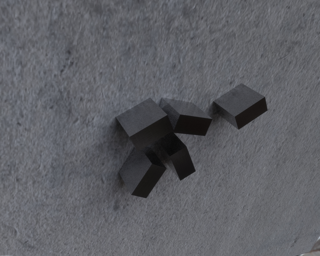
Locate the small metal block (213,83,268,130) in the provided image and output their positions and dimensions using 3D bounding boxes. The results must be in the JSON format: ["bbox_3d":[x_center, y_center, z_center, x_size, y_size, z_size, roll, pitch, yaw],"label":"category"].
[{"bbox_3d":[0.113,-0.031,0.435,0.050,0.050,0.025,-33,129,-7],"label":"small metal block"}]

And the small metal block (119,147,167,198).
[{"bbox_3d":[-0.025,0.056,0.414,0.025,0.050,0.050,24,105,-37],"label":"small metal block"}]

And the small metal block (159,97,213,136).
[{"bbox_3d":[0.030,-0.015,0.400,0.050,0.050,0.025,6,115,-32],"label":"small metal block"}]

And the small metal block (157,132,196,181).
[{"bbox_3d":[0.020,0.036,0.425,0.025,0.050,0.050,-30,129,-9],"label":"small metal block"}]

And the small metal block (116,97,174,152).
[{"bbox_3d":[-0.019,-0.006,0.378,0.050,0.050,0.025,-31,129,-9],"label":"small metal block"}]
